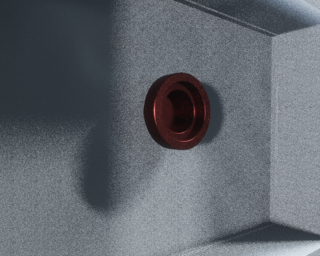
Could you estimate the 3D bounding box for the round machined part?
[{"bbox_3d":[0.018,-0.021,0.405,0.099,0.042,0.097,0,90,-40],"label":"round machined part"}]
